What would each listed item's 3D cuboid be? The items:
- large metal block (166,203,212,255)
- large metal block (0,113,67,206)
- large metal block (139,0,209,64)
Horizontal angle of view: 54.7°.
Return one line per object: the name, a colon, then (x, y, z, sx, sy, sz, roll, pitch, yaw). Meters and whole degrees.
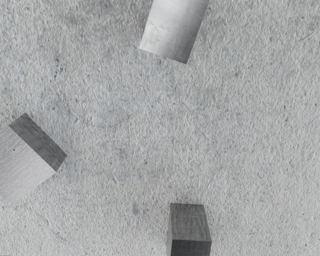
large metal block: (0.038, 0.165, 0.442, 0.050, 0.080, 0.079, 4, 110, -2)
large metal block: (-0.187, 0.041, 0.410, 0.080, 0.050, 0.080, -36, 106, 12)
large metal block: (0.016, -0.121, 0.336, 0.050, 0.080, 0.079, 17, 109, -6)
